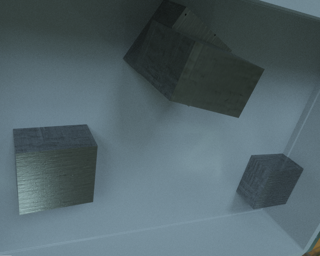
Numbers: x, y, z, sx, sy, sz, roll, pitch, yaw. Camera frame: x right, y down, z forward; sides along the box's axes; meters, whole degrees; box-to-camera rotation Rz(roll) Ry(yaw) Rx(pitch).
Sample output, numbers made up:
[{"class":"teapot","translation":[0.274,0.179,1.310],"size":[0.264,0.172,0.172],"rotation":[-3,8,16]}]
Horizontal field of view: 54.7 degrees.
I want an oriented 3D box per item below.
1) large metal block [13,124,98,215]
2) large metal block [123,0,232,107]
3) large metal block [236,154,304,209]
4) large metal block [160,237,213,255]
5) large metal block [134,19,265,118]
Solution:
[{"class":"large metal block","translation":[-0.120,0.045,0.354],"size":[0.081,0.050,0.079],"rotation":[-4,121,-26]},{"class":"large metal block","translation":[0.020,-0.083,0.351],"size":[0.080,0.050,0.080],"rotation":[29,102,-38]},{"class":"large metal block","translation":[0.196,0.094,0.558],"size":[0.081,0.050,0.079],"rotation":[0,118,-29]},{"class":"large metal block","translation":[0.043,0.258,0.578],"size":[0.081,0.050,0.079],"rotation":[1,118,-29]},{"class":"large metal block","translation":[0.033,-0.056,0.292],"size":[0.081,0.080,0.050],"rotation":[11,113,-33]}]
